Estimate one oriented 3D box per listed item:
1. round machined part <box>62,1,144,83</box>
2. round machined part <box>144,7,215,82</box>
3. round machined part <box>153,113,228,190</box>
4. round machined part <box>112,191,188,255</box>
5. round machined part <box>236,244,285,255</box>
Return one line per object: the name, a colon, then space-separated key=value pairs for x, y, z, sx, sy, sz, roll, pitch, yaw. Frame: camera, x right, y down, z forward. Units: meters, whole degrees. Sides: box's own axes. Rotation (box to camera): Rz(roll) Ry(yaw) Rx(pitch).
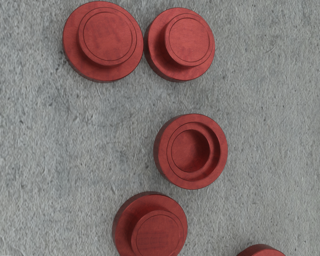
round machined part: x=-0.066 y=-0.105 z=0.375 sx=0.099 sy=0.042 sz=0.097 roll=0 pitch=90 yaw=-20
round machined part: x=0.031 y=-0.112 z=0.411 sx=0.099 sy=0.042 sz=0.097 roll=0 pitch=90 yaw=-20
round machined part: x=0.037 y=0.030 z=0.414 sx=0.099 sy=0.042 sz=0.097 roll=0 pitch=90 yaw=-20
round machined part: x=-0.009 y=0.134 z=0.397 sx=0.099 sy=0.042 sz=0.097 roll=0 pitch=90 yaw=-20
round machined part: x=0.141 y=0.218 z=0.452 sx=0.099 sy=0.042 sz=0.097 roll=0 pitch=90 yaw=-20
